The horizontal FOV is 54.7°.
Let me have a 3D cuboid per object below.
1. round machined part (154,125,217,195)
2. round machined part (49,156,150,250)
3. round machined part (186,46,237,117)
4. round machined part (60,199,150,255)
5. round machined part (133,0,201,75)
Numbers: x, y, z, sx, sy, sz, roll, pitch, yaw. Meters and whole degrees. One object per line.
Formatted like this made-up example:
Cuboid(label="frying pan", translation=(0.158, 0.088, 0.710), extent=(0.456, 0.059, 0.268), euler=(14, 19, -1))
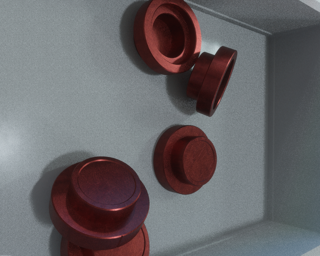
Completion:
Cuboid(label="round machined part", translation=(0.042, 0.045, 0.433), extent=(0.099, 0.042, 0.097), euler=(0, 90, -40))
Cuboid(label="round machined part", translation=(-0.057, 0.067, 0.311), extent=(0.099, 0.098, 0.042), euler=(-12, 138, -40))
Cuboid(label="round machined part", translation=(0.070, -0.068, 0.435), extent=(0.098, 0.042, 0.098), euler=(-59, 164, -28))
Cuboid(label="round machined part", translation=(-0.051, 0.125, 0.332), extent=(0.099, 0.042, 0.098), euler=(20, 55, -31))
Cuboid(label="round machined part", translation=(0.005, -0.117, 0.402), extent=(0.099, 0.042, 0.097), euler=(0, 90, -40))
